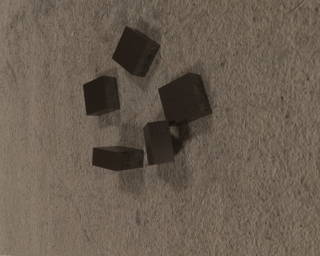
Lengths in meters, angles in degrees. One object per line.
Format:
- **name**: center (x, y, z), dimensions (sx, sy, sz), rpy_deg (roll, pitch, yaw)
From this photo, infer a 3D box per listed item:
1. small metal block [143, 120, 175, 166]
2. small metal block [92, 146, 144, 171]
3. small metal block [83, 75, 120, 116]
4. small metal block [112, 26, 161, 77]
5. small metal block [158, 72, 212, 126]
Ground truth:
- **small metal block**: center (-0.003, 0.020, 0.388), dimensions (0.050, 0.025, 0.050), rpy_deg (138, 124, -77)
- **small metal block**: center (-0.059, 0.042, 0.435), dimensions (0.050, 0.050, 0.025), rpy_deg (6, 94, 39)
- **small metal block**: center (-0.091, -0.048, 0.477), dimensions (0.050, 0.025, 0.050), rpy_deg (-14, 81, 39)
- **small metal block**: center (-0.034, -0.106, 0.431), dimensions (0.050, 0.025, 0.050), rpy_deg (42, 115, 31)
- **small metal block**: center (0.030, -0.033, 0.379), dimensions (0.050, 0.025, 0.050), rpy_deg (-23, 76, 37)
